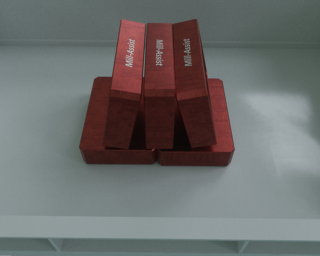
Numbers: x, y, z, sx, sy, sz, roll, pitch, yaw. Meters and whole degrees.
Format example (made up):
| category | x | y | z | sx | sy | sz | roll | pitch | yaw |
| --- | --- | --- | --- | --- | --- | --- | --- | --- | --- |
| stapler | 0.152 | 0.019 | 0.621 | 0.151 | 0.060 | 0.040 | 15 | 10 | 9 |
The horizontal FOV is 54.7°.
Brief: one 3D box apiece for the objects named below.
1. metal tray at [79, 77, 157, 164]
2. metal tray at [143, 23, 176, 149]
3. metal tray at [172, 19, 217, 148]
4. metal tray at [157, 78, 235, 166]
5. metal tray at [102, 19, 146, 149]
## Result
| category | x | y | z | sx | sy | sz | roll | pitch | yaw |
| --- | --- | --- | --- | --- | --- | --- | --- | --- | --- |
| metal tray | -0.049 | -0.014 | 0.410 | 0.091 | 0.030 | 0.130 | 1 | 50 | 0 |
| metal tray | 0.000 | -0.051 | 0.363 | 0.030 | 0.089 | 0.130 | 0 | 48 | 0 |
| metal tray | 0.040 | -0.053 | 0.364 | 0.030 | 0.090 | 0.130 | -9 | 49 | 11 |
| metal tray | 0.043 | -0.012 | 0.410 | 0.091 | 0.030 | 0.130 | 1 | 50 | 0 |
| metal tray | -0.041 | -0.052 | 0.362 | 0.030 | 0.089 | 0.130 | 8 | 49 | -10 |
